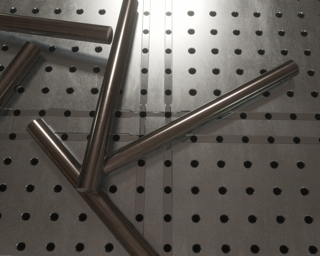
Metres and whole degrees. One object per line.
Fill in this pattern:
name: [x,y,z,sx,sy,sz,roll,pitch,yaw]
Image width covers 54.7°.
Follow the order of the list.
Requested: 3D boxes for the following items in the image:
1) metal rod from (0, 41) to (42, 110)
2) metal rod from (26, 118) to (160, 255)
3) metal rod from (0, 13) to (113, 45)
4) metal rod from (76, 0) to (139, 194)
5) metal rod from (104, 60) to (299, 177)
metal rod: [-0.250,0.008,0.405,0.025,0.025,0.300,25,72,8]
metal rod: [-0.064,0.100,0.374,0.025,0.025,0.300,-41,75,-14]
metal rod: [-0.217,-0.153,0.451,0.302,0.025,0.025,9,70,8]
metal rod: [-0.065,-0.062,0.419,0.025,0.025,0.299,7,65,2]
metal rod: [0.059,-0.018,0.418,0.302,0.025,0.025,-28,73,-10]
